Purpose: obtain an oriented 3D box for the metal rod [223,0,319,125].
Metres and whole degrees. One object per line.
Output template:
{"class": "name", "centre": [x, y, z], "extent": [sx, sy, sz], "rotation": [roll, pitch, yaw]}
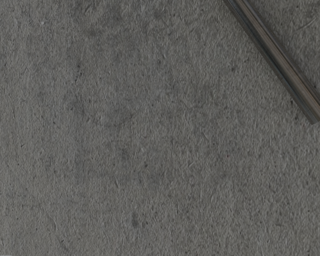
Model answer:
{"class": "metal rod", "centre": [0.104, -0.136, 0.372], "extent": [0.025, 0.025, 0.299], "rotation": [-34, 79, 17]}
